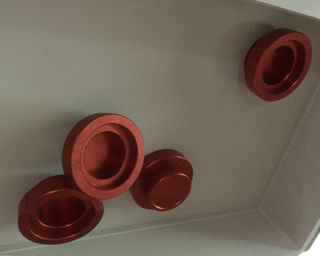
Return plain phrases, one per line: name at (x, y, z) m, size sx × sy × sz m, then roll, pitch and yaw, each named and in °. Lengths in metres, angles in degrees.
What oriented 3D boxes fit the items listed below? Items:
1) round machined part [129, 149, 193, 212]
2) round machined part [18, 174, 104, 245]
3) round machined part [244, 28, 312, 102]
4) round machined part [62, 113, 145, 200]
round machined part at (0.007, 0.083, 0.454) m, size 0.099 × 0.042 × 0.097 m, roll -14°, pitch 125°, yaw -21°
round machined part at (-0.123, 0.097, 0.386) m, size 0.099 × 0.042 × 0.097 m, roll -13°, pitch 129°, yaw -16°
round machined part at (0.158, -0.090, 0.431) m, size 0.099 × 0.042 × 0.097 m, roll -14°, pitch 125°, yaw -21°
round machined part at (-0.069, 0.031, 0.364) m, size 0.099 × 0.042 × 0.097 m, roll -6°, pitch 99°, yaw -42°
